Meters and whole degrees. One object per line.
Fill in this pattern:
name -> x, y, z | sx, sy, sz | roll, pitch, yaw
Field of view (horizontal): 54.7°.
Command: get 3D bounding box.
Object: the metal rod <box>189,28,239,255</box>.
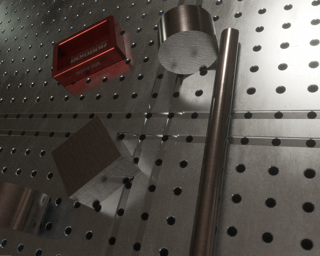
metal rod -> 0.070, 0.000, 0.370 | 0.025, 0.025, 0.300 | -2, 61, 27

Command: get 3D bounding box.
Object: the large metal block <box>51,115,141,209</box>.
large metal block -> -0.085, 0.044, 0.408 | 0.080, 0.050, 0.080 | -39, 51, 1

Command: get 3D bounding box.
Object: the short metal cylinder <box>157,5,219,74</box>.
short metal cylinder -> 0.037, -0.119, 0.426 | 0.080, 0.080, 0.050 | -15, 56, 19

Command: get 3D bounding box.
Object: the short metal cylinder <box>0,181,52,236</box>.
short metal cylinder -> -0.191, 0.107, 0.405 | 0.080, 0.080, 0.050 | -1, 61, 27

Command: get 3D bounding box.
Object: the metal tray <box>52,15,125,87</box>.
metal tray -> -0.130, -0.138, 0.555 | 0.130, 0.030, 0.090 | -21, 54, 14
